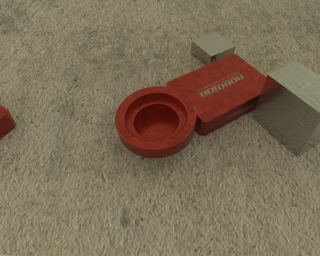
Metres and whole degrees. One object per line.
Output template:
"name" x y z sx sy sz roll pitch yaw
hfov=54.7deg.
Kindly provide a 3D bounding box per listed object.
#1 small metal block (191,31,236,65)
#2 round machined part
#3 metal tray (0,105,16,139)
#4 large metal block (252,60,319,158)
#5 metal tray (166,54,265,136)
"small metal block" 0.087 -0.130 0.513 0.050 0.025 0.050 -26 55 -21
"round machined part" -0.004 -0.003 0.391 0.099 0.042 0.098 -2 53 3
"metal tray" -0.265 0.009 0.388 0.090 0.030 0.131 27 55 20
"large metal block" 0.172 -0.024 0.390 0.050 0.080 0.080 -27 56 -21
"metal tray" 0.086 -0.052 0.445 0.131 0.030 0.090 -26 55 -21
